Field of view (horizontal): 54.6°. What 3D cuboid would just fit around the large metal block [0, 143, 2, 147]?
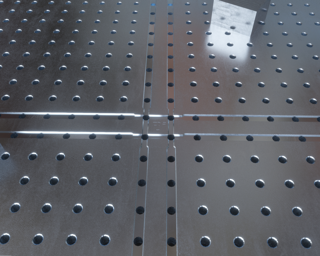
[{"bbox_3d":[-0.262,0.015,0.377,0.080,0.050,0.080,28,55,21],"label":"large metal block"}]

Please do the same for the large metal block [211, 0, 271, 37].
[{"bbox_3d":[0.152,-0.224,0.581,0.080,0.050,0.080,26,55,20],"label":"large metal block"}]
